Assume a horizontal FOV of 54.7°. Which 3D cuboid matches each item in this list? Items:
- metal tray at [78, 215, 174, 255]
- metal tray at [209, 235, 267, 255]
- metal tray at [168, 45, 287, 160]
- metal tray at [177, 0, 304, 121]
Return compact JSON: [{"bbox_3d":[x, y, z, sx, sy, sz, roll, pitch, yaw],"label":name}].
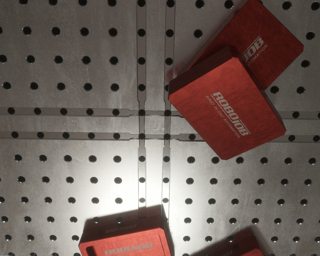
[{"bbox_3d":[-0.049,0.192,0.480,0.131,0.030,0.089,-12,110,4],"label":"metal tray"},{"bbox_3d":[0.117,0.240,0.501,0.130,0.030,0.090,-30,108,10],"label":"metal tray"},{"bbox_3d":[0.082,-0.024,0.376,0.090,0.030,0.130,-29,123,25],"label":"metal tray"},{"bbox_3d":[0.096,-0.079,0.383,0.090,0.030,0.130,38,105,-13],"label":"metal tray"}]
